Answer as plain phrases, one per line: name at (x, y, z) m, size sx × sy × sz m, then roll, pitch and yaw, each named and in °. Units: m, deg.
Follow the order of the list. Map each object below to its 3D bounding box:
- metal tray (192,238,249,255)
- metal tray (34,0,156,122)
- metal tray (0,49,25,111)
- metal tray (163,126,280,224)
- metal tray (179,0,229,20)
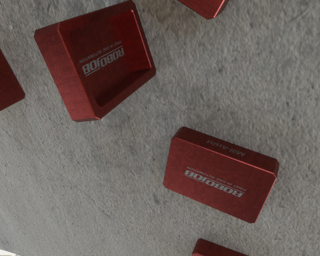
metal tray at (0.095, 0.247, 0.505) m, size 0.090 × 0.030 × 0.129 m, roll 14°, pitch 124°, yaw 19°
metal tray at (-0.056, -0.074, 0.321) m, size 0.030 × 0.131 × 0.090 m, roll -5°, pitch 116°, yaw 30°
metal tray at (-0.269, -0.083, 0.451) m, size 0.030 × 0.090 × 0.129 m, roll -8°, pitch 115°, yaw 31°
metal tray at (0.074, 0.061, 0.401) m, size 0.130 × 0.030 × 0.089 m, roll 20°, pitch 126°, yaw 16°
metal tray at (0.045, -0.176, 0.270) m, size 0.090 × 0.030 × 0.129 m, roll 35°, pitch 129°, yaw 4°
